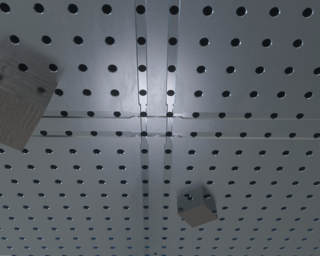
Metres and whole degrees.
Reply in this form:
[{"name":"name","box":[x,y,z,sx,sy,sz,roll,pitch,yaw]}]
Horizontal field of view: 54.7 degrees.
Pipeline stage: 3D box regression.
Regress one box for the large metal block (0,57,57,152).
[{"name":"large metal block","box":[-0.183,-0.029,0.369,0.080,0.050,0.080,27,125,-22]}]

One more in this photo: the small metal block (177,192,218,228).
[{"name":"small metal block","box":[0.065,0.142,0.533,0.050,0.025,0.050,-27,126,21]}]
